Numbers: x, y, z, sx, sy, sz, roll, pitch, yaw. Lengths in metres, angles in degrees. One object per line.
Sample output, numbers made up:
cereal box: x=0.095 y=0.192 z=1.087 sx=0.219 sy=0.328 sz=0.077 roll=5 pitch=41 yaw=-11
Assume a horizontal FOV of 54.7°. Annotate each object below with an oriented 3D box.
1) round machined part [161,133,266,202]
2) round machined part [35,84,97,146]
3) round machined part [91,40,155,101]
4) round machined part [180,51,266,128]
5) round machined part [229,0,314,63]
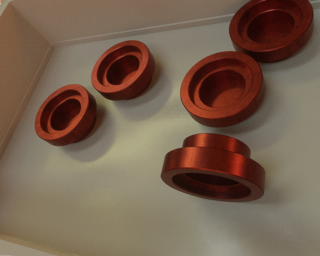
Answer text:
round machined part: x=0.053 y=0.038 z=0.307 sx=0.098 sy=0.098 sz=0.042 roll=-1 pitch=62 yaw=27
round machined part: x=-0.138 y=-0.016 z=0.475 sx=0.098 sy=0.042 sz=0.098 roll=-13 pitch=56 yaw=20
round machined part: x=-0.051 y=-0.082 z=0.470 sx=0.098 sy=0.042 sz=0.098 roll=-13 pitch=56 yaw=20
round machined part: x=0.078 y=-0.043 z=0.379 sx=0.098 sy=0.042 sz=0.098 roll=-13 pitch=56 yaw=20
round machined part: x=0.142 y=-0.122 z=0.395 sx=0.098 sy=0.042 sz=0.098 roll=-13 pitch=56 yaw=20
